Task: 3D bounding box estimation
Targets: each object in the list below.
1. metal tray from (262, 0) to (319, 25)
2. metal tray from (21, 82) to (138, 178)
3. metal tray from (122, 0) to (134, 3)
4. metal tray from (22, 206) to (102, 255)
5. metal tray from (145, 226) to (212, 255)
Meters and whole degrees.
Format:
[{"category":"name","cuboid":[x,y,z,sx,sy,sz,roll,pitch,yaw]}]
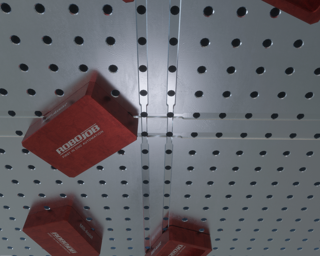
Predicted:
[{"category":"metal tray","cuboid":[0.111,-0.160,0.272,0.131,0.030,0.089,18,128,-15]},{"category":"metal tray","cuboid":[-0.105,0.008,0.414,0.130,0.030,0.090,-31,124,23]},{"category":"metal tray","cuboid":[-0.025,-0.184,0.251,0.090,0.030,0.129,29,124,-23]},{"category":"metal tray","cuboid":[-0.178,0.201,0.578,0.090,0.030,0.130,-15,129,12]},{"category":"metal tray","cuboid":[0.033,0.250,0.620,0.091,0.030,0.129,19,128,-16]}]
